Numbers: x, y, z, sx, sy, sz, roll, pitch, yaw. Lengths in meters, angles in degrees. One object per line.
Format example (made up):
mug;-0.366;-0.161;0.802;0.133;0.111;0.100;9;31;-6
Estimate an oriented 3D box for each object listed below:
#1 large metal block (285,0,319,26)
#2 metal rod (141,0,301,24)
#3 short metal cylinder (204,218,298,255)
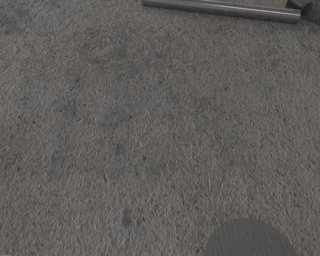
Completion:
large metal block;0.302;-0.249;0.598;0.080;0.050;0.080;33;57;24
metal rod;0.113;-0.234;0.600;0.301;0.025;0.025;10;51;8
short metal cylinder;0.078;0.129;0.279;0.081;0.050;0.080;0;50;0
